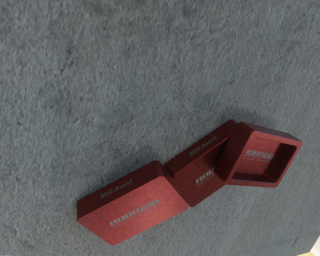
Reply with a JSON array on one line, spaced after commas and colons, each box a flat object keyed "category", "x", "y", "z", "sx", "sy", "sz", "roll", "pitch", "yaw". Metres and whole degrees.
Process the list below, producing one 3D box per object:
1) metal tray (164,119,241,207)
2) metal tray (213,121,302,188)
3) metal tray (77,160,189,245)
[{"category": "metal tray", "x": 0.081, "y": 0.057, "z": 0.485, "sx": 0.130, "sy": 0.030, "sz": 0.090, "roll": -33, "pitch": 129, "yaw": -7}, {"category": "metal tray", "x": 0.153, "y": 0.045, "z": 0.478, "sx": 0.131, "sy": 0.030, "sz": 0.089, "roll": 11, "pitch": 111, "yaw": -36}, {"category": "metal tray", "x": -0.037, "y": 0.107, "z": 0.431, "sx": 0.130, "sy": 0.030, "sz": 0.090, "roll": -29, "pitch": 130, "yaw": 7}]
